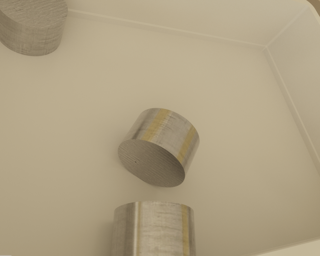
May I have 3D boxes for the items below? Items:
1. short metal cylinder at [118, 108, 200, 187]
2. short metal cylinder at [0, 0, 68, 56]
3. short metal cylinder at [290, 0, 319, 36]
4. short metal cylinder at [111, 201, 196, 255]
[{"bbox_3d":[-0.001,0.023,0.355,0.080,0.080,0.050,34,51,-6],"label":"short metal cylinder"},{"bbox_3d":[-0.161,-0.137,0.386,0.081,0.050,0.080,14,56,-21],"label":"short metal cylinder"},{"bbox_3d":[0.366,-0.273,0.756,0.081,0.050,0.080,14,56,-21],"label":"short metal cylinder"},{"bbox_3d":[-0.006,0.108,0.301,0.081,0.080,0.050,13,56,-21],"label":"short metal cylinder"}]
